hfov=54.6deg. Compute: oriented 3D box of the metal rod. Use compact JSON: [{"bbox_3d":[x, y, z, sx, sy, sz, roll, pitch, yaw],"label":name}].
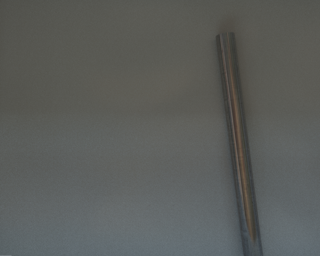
[{"bbox_3d":[0.105,0.025,0.412,0.025,0.025,0.298,-7,90,0],"label":"metal rod"}]
